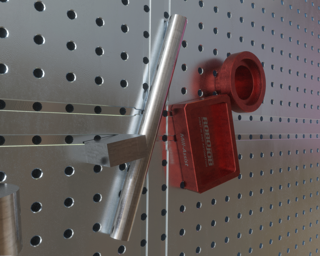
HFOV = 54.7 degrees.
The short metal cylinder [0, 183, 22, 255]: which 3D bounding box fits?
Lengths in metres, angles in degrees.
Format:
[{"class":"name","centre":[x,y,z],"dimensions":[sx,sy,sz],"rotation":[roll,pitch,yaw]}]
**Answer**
[{"class":"short metal cylinder","centre":[-0.154,0.077,0.245],"dimensions":[0.081,0.080,0.050],"rotation":[-4,93,-40]}]

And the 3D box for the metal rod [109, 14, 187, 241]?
[{"class":"metal rod","centre":[-0.011,-0.010,0.401],"dimensions":[0.025,0.025,0.299],"rotation":[24,75,-38]}]

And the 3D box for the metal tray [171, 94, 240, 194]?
[{"class":"metal tray","centre":[0.071,0.021,0.462],"dimensions":[0.091,0.030,0.129],"rotation":[-15,100,-34]}]

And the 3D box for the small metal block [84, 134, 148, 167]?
[{"class":"small metal block","centre":[-0.050,0.024,0.353],"dimensions":[0.050,0.050,0.025],"rotation":[-13,99,-40]}]

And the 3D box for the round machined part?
[{"class":"round machined part","centre":[0.129,-0.074,0.509],"dimensions":[0.099,0.042,0.097],"rotation":[0,90,-40]}]
